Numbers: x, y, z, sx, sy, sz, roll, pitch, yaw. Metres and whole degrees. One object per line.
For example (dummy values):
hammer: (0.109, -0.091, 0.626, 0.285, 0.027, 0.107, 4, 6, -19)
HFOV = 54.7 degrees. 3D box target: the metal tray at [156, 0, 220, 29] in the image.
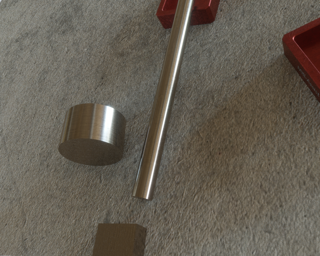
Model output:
metal tray: (0.055, -0.226, 0.509, 0.090, 0.030, 0.130, 3, 63, 29)

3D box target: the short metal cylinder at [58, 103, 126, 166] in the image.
short metal cylinder: (-0.087, 0.011, 0.406, 0.080, 0.080, 0.050, -12, 57, 21)

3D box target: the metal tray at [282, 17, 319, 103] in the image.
metal tray: (0.205, -0.072, 0.336, 0.090, 0.030, 0.130, -25, 53, 12)

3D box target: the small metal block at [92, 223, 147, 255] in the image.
small metal block: (-0.045, 0.134, 0.344, 0.050, 0.025, 0.050, -7, 59, 24)

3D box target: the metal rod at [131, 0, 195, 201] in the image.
metal rod: (0.010, -0.056, 0.411, 0.025, 0.025, 0.299, 2, 69, 29)
